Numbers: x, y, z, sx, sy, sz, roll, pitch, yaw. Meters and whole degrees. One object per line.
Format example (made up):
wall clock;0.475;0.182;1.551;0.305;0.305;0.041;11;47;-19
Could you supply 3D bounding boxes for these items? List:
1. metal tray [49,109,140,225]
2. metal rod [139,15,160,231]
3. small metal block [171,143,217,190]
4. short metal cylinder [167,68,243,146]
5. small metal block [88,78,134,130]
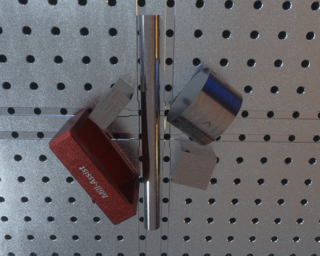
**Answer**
metal tray;-0.076;0.047;0.394;0.030;0.090;0.130;-31;108;10
metal rod;-0.012;0.007;0.415;0.025;0.025;0.298;0;110;0
small metal block;0.047;0.055;0.435;0.050;0.025;0.050;14;109;-6
short metal cylinder;0.053;-0.026;0.375;0.050;0.080;0.080;36;106;-13
small metal block;-0.060;-0.031;0.387;0.025;0.050;0.050;40;105;-14
